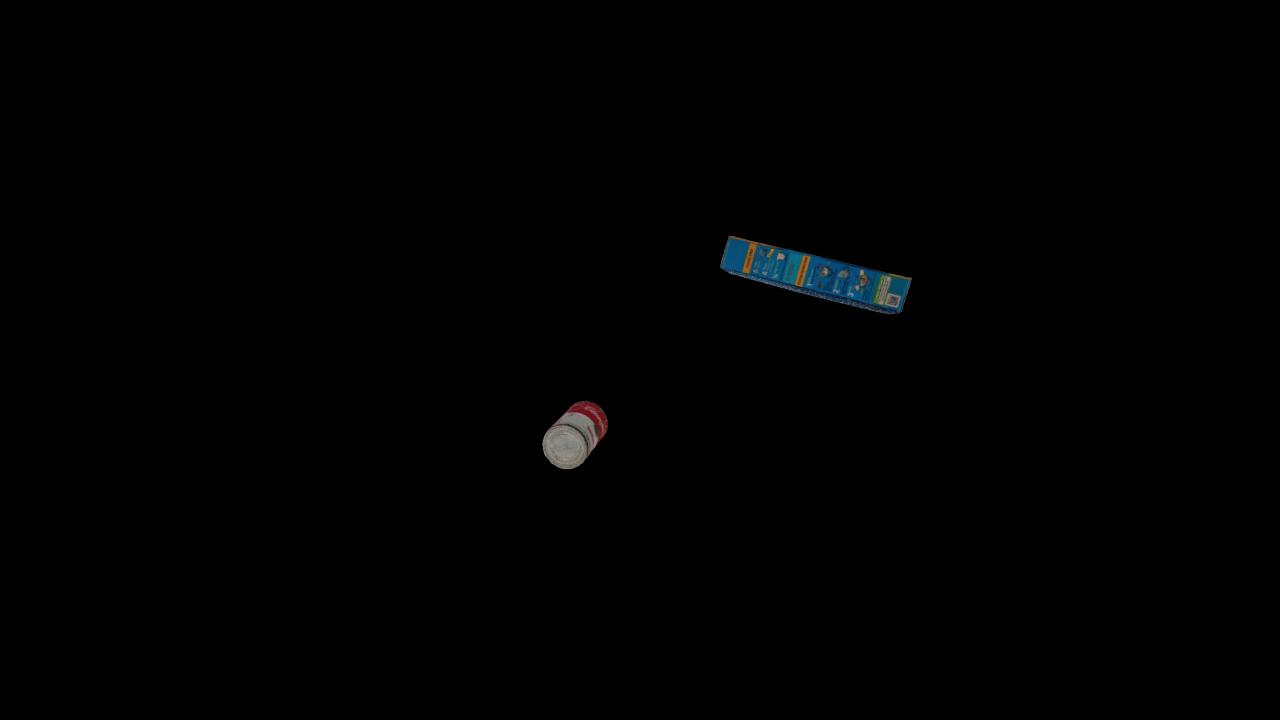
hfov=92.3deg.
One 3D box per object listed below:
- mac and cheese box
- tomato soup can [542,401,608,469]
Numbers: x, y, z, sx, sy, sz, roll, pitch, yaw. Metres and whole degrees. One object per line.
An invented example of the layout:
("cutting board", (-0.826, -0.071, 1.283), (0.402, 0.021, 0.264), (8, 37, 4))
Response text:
("mac and cheese box", (0.185, -0.090, 0.658), (0.184, 0.041, 0.093), (17, 9, 15))
("tomato soup can", (-0.092, 0.106, 0.881), (0.068, 0.068, 0.101), (0, 14, 14))
